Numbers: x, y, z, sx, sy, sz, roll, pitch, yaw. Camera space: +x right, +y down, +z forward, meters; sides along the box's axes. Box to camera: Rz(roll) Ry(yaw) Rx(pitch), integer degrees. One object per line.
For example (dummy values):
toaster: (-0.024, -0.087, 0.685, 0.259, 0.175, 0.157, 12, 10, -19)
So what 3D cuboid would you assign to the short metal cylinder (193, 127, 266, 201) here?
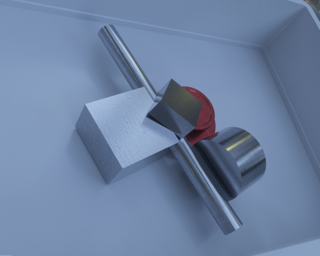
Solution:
short metal cylinder: (0.083, 0.044, 0.388, 0.050, 0.080, 0.080, -23, 74, -37)

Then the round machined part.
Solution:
round machined part: (0.035, -0.018, 0.424, 0.099, 0.042, 0.098, 14, 56, -21)

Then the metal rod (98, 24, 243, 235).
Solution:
metal rod: (0.006, -0.008, 0.386, 0.025, 0.025, 0.299, -23, 74, -37)

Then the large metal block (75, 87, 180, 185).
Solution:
large metal block: (-0.039, 0.007, 0.361, 0.081, 0.050, 0.080, -23, 74, -36)

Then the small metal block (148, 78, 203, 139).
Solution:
small metal block: (0.020, -0.024, 0.368, 0.050, 0.025, 0.050, 37, 39, -12)
